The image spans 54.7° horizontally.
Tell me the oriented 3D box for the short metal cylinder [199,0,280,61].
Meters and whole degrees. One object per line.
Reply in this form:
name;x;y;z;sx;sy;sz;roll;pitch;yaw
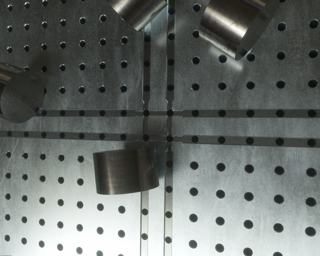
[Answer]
short metal cylinder;0.089;-0.124;0.352;0.050;0.080;0.080;38;102;16

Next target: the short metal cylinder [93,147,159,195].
short metal cylinder;-0.043;0.053;0.399;0.080;0.080;0.050;-6;88;20

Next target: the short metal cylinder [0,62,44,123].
short metal cylinder;-0.222;-0.052;0.462;0.050;0.080;0.080;19;97;19

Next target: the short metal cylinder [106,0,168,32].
short metal cylinder;-0.036;-0.171;0.396;0.050;0.080;0.080;-41;77;16
